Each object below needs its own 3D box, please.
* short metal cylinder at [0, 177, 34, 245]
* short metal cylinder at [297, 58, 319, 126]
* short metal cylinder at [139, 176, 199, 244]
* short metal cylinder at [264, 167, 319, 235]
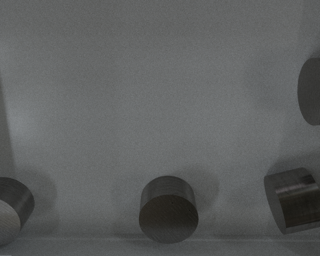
[{"bbox_3d":[-0.228,0.117,0.439,0.081,0.050,0.079,0,110,0],"label":"short metal cylinder"},{"bbox_3d":[0.205,-0.044,0.367,0.050,0.080,0.079,-4,110,1],"label":"short metal cylinder"},{"bbox_3d":[0.012,0.115,0.440,0.081,0.050,0.079,0,110,0],"label":"short metal cylinder"},{"bbox_3d":[0.180,0.098,0.420,0.050,0.080,0.080,-15,110,5],"label":"short metal cylinder"}]
